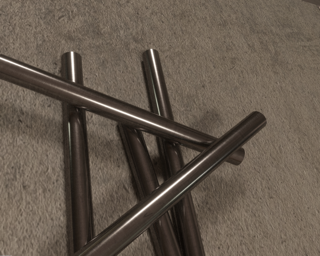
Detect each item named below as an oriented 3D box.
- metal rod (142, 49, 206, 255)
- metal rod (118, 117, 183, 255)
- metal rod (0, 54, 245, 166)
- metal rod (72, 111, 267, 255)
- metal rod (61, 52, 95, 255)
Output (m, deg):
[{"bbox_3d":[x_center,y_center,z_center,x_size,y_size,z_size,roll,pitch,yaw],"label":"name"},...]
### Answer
[{"bbox_3d":[0.013,0.022,0.398,0.025,0.025,0.299,3,60,-27],"label":"metal rod"},{"bbox_3d":[0.005,0.117,0.335,0.025,0.025,0.299,-6,65,-31],"label":"metal rod"},{"bbox_3d":[-0.032,-0.014,0.362,0.302,0.025,0.025,21,54,-17],"label":"metal rod"},{"bbox_3d":[0.021,0.060,0.327,0.302,0.025,0.025,-33,81,-31],"label":"metal rod"},{"bbox_3d":[-0.088,0.042,0.331,0.025,0.025,0.299,4,60,-27],"label":"metal rod"}]
